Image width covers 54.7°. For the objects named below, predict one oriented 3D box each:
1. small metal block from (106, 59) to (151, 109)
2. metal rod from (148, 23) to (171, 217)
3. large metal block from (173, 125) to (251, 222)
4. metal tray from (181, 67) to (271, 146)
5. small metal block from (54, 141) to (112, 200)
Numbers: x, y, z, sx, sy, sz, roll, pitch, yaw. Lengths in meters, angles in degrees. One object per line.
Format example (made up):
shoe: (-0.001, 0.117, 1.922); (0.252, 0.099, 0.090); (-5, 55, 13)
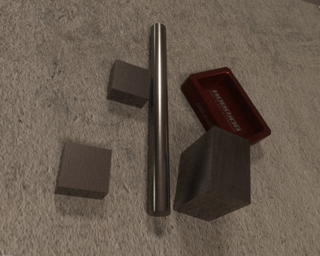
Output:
small metal block: (-0.042, -0.059, 0.419); (0.050, 0.025, 0.050); (15, 56, -20)
metal rod: (-0.002, -0.032, 0.423); (0.025, 0.025, 0.299); (13, 56, -21)
large metal block: (0.061, 0.057, 0.369); (0.050, 0.080, 0.080); (22, 53, -16)
metal tray: (0.101, -0.028, 0.474); (0.091, 0.030, 0.130); (-18, 71, -35)
small metal block: (-0.081, 0.046, 0.333); (0.050, 0.025, 0.050); (13, 56, -21)
